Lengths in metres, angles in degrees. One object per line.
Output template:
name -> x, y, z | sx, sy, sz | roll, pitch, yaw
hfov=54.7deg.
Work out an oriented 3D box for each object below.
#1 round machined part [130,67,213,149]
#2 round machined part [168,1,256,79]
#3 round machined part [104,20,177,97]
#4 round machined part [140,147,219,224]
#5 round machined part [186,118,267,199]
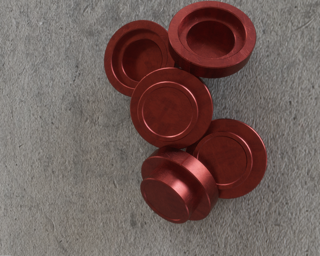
round machined part -> 0.012, -0.021, 0.361 | 0.098, 0.042, 0.097 | 2, 101, 11
round machined part -> 0.059, -0.098, 0.365 | 0.099, 0.042, 0.098 | 0, 65, 0
round machined part -> -0.020, -0.087, 0.407 | 0.098, 0.042, 0.097 | 0, 90, 19
round machined part -> 0.016, 0.074, 0.368 | 0.098, 0.042, 0.097 | 24, 136, 26
round machined part -> 0.077, 0.037, 0.373 | 0.098, 0.042, 0.097 | 0, 90, 19
